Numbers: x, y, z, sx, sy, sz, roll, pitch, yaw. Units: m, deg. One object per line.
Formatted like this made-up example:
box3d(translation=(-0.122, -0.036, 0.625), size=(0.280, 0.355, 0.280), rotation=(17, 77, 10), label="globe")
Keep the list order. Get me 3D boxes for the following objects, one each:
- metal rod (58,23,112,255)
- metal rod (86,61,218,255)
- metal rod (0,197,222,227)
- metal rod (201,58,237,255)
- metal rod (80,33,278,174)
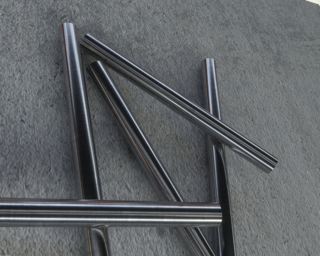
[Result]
box3d(translation=(-0.090, -0.001, 0.355), size=(0.025, 0.025, 0.299), rotation=(0, 62, -28), label="metal rod")
box3d(translation=(-0.010, 0.044, 0.370), size=(0.025, 0.025, 0.299), rotation=(-21, 73, -36), label="metal rod")
box3d(translation=(-0.086, 0.077, 0.282), size=(0.302, 0.025, 0.025), rotation=(5, 59, -16), label="metal rod")
box3d(translation=(0.077, 0.021, 0.432), size=(0.025, 0.025, 0.299), rotation=(14, 56, -20), label="metal rod")
box3d(translation=(0.023, -0.034, 0.414), size=(0.301, 0.025, 0.025), rotation=(34, 51, 3), label="metal rod")
